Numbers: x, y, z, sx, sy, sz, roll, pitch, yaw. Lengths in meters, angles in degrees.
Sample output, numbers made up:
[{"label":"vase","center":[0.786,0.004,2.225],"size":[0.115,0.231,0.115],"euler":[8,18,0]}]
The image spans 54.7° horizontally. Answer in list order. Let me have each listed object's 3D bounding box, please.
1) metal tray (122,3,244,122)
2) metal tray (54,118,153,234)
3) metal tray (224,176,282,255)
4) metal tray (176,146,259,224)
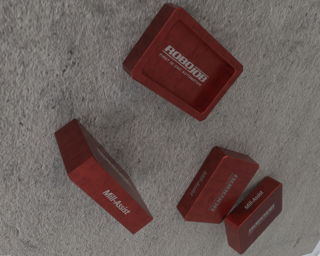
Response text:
[{"label":"metal tray","center":[0.032,-0.073,0.375],"size":[0.131,0.030,0.090],"euler":[29,102,-38]},{"label":"metal tray","center":[-0.064,0.058,0.365],"size":[0.030,0.090,0.130],"euler":[-37,129,-4]},{"label":"metal tray","center":[0.178,0.163,0.581],"size":[0.131,0.030,0.090],"euler":[-36,131,-24]},{"label":"metal tray","center":[0.097,0.099,0.517],"size":[0.091,0.030,0.129],"euler":[17,109,-35]}]
